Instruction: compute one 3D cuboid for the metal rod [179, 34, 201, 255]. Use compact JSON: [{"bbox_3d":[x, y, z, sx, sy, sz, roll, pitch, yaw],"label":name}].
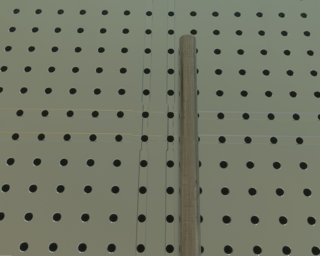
[{"bbox_3d":[0.038,0.010,0.408,0.025,0.025,0.299,1,70,0],"label":"metal rod"}]
